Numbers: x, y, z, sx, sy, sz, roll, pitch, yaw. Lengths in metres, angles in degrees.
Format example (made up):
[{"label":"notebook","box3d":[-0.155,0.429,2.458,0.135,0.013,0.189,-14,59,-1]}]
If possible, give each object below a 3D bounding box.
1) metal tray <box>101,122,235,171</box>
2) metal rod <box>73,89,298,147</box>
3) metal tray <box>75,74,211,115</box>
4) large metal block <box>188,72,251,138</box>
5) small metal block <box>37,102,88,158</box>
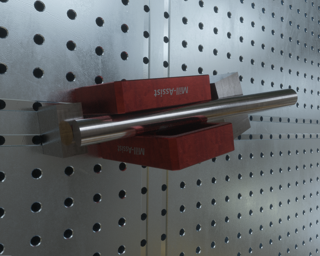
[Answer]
[{"label":"metal tray","box3d":[0.004,0.015,0.346,0.091,0.130,0.030,-13,99,-40]},{"label":"metal rod","box3d":[0.053,-0.019,0.357,0.303,0.025,0.025,-11,97,-30]},{"label":"metal tray","box3d":[-0.017,-0.039,0.353,0.131,0.090,0.030,-12,99,-40]},{"label":"large metal block","box3d":[0.070,-0.028,0.433,0.050,0.080,0.080,-29,108,-37]},{"label":"small metal block","box3d":[-0.099,0.001,0.311,0.025,0.050,0.050,-11,97,-40]}]
